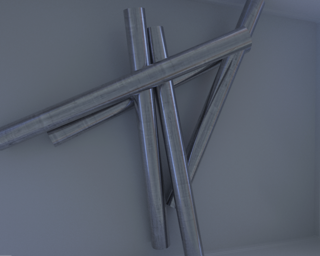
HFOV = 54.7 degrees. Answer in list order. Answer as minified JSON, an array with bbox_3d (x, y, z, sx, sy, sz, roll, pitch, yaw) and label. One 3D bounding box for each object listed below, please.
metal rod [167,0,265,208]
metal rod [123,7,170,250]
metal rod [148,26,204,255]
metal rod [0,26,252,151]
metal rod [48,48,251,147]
[{"bbox_3d":[0.074,-0.034,0.419,0.025,0.025,0.299,22,89,-19],"label":"metal rod"},{"bbox_3d":[-0.014,0.009,0.384,0.025,0.025,0.298,-10,101,-20],"label":"metal rod"},{"bbox_3d":[0.019,0.025,0.388,0.025,0.025,0.298,-12,93,-20],"label":"metal rod"},{"bbox_3d":[-0.042,-0.044,0.346,0.301,0.025,0.025,-23,98,0],"label":"metal rod"},{"bbox_3d":[-0.002,-0.056,0.409,0.302,0.025,0.025,-28,100,-18],"label":"metal rod"}]
